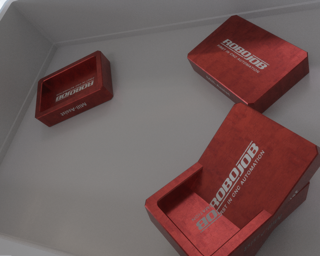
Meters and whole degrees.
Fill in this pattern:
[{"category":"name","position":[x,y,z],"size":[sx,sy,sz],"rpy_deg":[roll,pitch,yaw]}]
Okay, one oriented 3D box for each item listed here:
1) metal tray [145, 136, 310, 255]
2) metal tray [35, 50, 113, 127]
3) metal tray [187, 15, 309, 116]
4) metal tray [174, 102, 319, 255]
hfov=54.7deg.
[{"category":"metal tray","position":[0.063,0.069,0.297],"size":[0.131,0.030,0.090],"rpy_deg":[-33,46,-19]},{"category":"metal tray","position":[-0.145,-0.066,0.518],"size":[0.130,0.030,0.090],"rpy_deg":[-22,53,15]},{"category":"metal tray","position":[0.108,-0.084,0.398],"size":[0.090,0.030,0.130],"rpy_deg":[-41,51,0]},{"category":"metal tray","position":[0.080,0.052,0.300],"size":[0.090,0.030,0.129],"rpy_deg":[39,104,38]}]
